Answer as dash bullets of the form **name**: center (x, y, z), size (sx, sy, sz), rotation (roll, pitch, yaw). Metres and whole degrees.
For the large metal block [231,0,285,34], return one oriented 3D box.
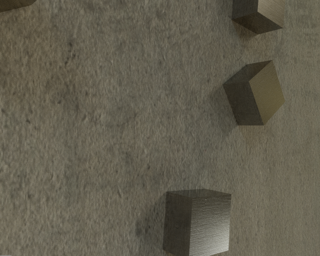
- **large metal block**: center (0.172, -0.218, 0.535), size (0.081, 0.050, 0.080), rotation (9, 84, -40)

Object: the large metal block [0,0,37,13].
- **large metal block**: center (-0.140, -0.128, 0.252), size (0.081, 0.080, 0.050), rotation (-34, 111, -35)

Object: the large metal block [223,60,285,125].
- **large metal block**: center (0.162, -0.059, 0.527), size (0.080, 0.050, 0.080), rotation (-39, 114, -33)

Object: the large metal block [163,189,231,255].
- **large metal block**: center (0.053, 0.131, 0.436), size (0.081, 0.050, 0.080), rotation (6, 86, -40)
